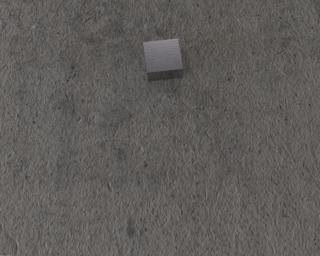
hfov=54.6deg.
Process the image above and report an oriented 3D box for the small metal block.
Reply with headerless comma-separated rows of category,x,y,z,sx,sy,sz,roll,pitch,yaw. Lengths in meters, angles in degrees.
small metal block,0.004,-0.097,0.444,0.050,0.025,0.050,-7,70,-3
